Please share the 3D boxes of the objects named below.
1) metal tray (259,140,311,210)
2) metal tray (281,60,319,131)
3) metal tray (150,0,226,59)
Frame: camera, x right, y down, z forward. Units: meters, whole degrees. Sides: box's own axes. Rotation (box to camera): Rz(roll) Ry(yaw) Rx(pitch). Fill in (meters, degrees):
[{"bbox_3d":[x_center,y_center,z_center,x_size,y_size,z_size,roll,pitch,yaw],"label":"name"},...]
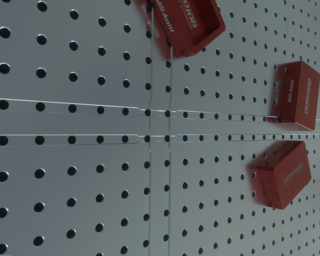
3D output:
[{"bbox_3d":[0.252,0.090,0.615,0.131,0.030,0.090,-27,107,-37],"label":"metal tray"},{"bbox_3d":[0.298,-0.065,0.653,0.091,0.030,0.129,17,80,-39],"label":"metal tray"},{"bbox_3d":[0.035,-0.176,0.433,0.090,0.030,0.130,-44,116,-31],"label":"metal tray"}]
